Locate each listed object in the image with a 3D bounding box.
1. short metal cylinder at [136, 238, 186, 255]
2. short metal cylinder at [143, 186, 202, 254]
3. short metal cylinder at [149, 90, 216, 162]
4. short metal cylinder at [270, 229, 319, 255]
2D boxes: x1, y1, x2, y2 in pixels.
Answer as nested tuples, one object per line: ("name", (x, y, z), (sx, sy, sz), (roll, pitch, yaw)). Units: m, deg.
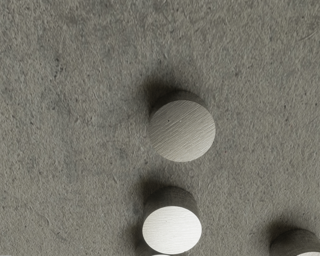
("short metal cylinder", (0.001, 0.207, 0.473), (0.081, 0.050, 0.079), (0, 110, 0))
("short metal cylinder", (0.016, 0.132, 0.445), (0.081, 0.050, 0.079), (0, 110, 0))
("short metal cylinder", (0.027, -0.004, 0.395), (0.081, 0.050, 0.079), (0, 110, 0))
("short metal cylinder", (0.216, 0.203, 0.473), (0.081, 0.050, 0.079), (0, 110, 0))
